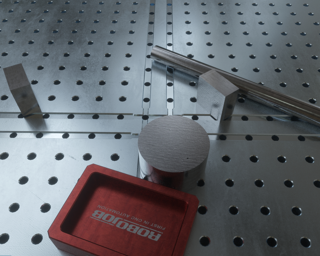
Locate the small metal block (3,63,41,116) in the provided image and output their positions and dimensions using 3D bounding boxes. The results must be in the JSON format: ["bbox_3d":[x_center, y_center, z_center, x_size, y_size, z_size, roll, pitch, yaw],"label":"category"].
[{"bbox_3d":[-0.194,-0.054,0.435,0.025,0.050,0.050,-22,54,-18],"label":"small metal block"}]

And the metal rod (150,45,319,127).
[{"bbox_3d":[0.118,-0.063,0.460,0.301,0.025,0.025,26,55,20],"label":"metal rod"}]

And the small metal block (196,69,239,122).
[{"bbox_3d":[0.078,-0.045,0.429,0.025,0.050,0.050,-30,56,-23],"label":"small metal block"}]

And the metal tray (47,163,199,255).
[{"bbox_3d":[-0.034,0.097,0.322,0.130,0.030,0.090,15,52,12],"label":"metal tray"}]

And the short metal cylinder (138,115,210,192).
[{"bbox_3d":[0.016,0.031,0.365,0.080,0.050,0.080,0,50,0],"label":"short metal cylinder"}]
